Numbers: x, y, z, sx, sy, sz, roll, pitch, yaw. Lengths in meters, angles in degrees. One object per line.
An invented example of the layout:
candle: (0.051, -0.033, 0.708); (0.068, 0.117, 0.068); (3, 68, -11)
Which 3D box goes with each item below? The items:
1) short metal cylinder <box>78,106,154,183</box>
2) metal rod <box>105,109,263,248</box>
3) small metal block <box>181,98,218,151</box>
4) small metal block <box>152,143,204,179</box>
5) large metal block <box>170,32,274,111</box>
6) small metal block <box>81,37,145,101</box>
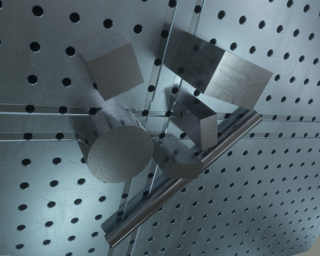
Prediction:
short metal cylinder: (-0.055, 0.020, 0.379); (0.081, 0.050, 0.079); (-14, 124, -21)
metal rod: (0.037, 0.077, 0.480); (0.300, 0.025, 0.025); (-41, 130, -1)
small metal block: (0.054, -0.006, 0.423); (0.025, 0.050, 0.050); (-20, 127, -17)
small metal block: (0.025, 0.047, 0.439); (0.050, 0.050, 0.025); (7, 115, -32)
large metal block: (0.072, -0.069, 0.374); (0.081, 0.080, 0.050); (13, 112, -34)
small metal block: (-0.051, -0.066, 0.344); (0.050, 0.025, 0.050); (-28, 128, -11)
